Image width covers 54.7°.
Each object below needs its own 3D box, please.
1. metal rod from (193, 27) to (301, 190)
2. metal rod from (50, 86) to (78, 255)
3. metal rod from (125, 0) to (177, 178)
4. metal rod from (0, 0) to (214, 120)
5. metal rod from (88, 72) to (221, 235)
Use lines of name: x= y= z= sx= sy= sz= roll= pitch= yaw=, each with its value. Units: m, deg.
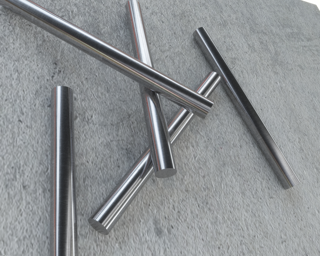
metal rod: x=0.133 y=-0.042 z=0.503 sx=0.025 sy=0.025 sz=0.299 roll=-15 pitch=70 yaw=-34
metal rod: x=-0.093 y=0.089 z=0.300 sx=0.025 sy=0.025 sz=0.299 roll=5 pitch=60 yaw=-26
metal rod: x=-0.019 y=-0.074 z=0.421 sx=0.025 sy=0.025 sz=0.299 roll=6 pitch=53 yaw=-26
metal rod: x=-0.071 y=-0.095 z=0.387 sx=0.301 sy=0.025 sz=0.025 roll=30 pitch=51 yaw=5
metal rod: x=0.012 y=0.009 z=0.406 sx=0.025 sy=0.025 sz=0.301 roll=41 pitch=51 yaw=-1
